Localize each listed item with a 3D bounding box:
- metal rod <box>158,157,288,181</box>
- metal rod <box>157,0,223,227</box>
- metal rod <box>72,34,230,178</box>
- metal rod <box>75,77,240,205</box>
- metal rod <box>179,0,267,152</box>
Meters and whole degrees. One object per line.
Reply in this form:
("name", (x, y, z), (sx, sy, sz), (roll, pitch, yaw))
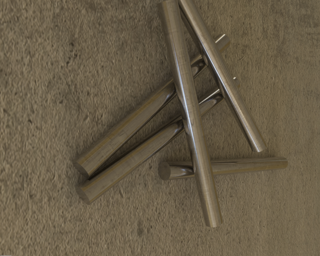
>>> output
("metal rod", (0.122, 0.062, 0.506), (0.302, 0.025, 0.025), (3, 89, -40))
("metal rod", (0.042, -0.010, 0.405), (0.025, 0.025, 0.298), (-22, 104, -38))
("metal rod", (0.007, -0.046, 0.410), (0.301, 0.025, 0.025), (-44, 117, -31))
("metal rod", (0.018, 0.001, 0.419), (0.302, 0.025, 0.025), (-36, 112, -34))
("metal rod", (0.085, -0.081, 0.441), (0.025, 0.025, 0.299), (-49, 119, -29))
